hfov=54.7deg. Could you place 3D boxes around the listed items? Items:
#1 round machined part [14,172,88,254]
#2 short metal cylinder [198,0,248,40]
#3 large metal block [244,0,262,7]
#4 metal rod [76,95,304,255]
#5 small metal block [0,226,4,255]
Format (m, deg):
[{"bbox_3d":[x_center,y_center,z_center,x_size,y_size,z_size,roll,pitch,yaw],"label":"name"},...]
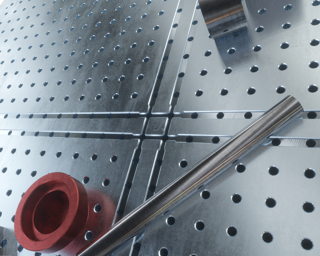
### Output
[{"bbox_3d":[-0.133,0.110,0.398,0.098,0.042,0.098,-13,56,20],"label":"round machined part"},{"bbox_3d":[0.086,-0.170,0.431,0.050,0.080,0.080,-17,55,18],"label":"short metal cylinder"},{"bbox_3d":[0.148,-0.235,0.439,0.080,0.080,0.050,-20,55,16],"label":"large metal block"},{"bbox_3d":[0.031,0.063,0.351,0.300,0.025,0.025,-37,51,3],"label":"metal rod"},{"bbox_3d":[-0.249,0.169,0.432,0.050,0.025,0.050,-28,52,10],"label":"small metal block"}]
